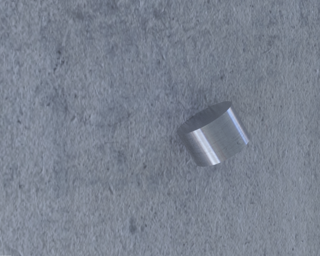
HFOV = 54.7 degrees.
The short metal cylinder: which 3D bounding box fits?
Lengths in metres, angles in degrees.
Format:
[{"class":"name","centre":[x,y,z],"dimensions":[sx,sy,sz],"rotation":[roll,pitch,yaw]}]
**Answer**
[{"class":"short metal cylinder","centre":[0.070,0.007,0.407],"dimensions":[0.080,0.080,0.050],"rotation":[-35,102,-17]}]
